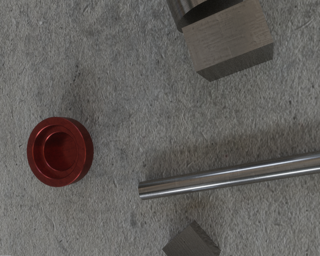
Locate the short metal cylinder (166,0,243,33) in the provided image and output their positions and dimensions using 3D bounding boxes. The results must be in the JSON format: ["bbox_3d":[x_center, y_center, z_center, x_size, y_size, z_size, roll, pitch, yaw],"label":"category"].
[{"bbox_3d":[0.049,-0.154,0.362,0.080,0.080,0.050,-22,83,18],"label":"short metal cylinder"}]

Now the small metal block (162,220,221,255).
[{"bbox_3d":[0.040,0.155,0.394,0.050,0.025,0.050,-45,77,14],"label":"small metal block"}]

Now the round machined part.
[{"bbox_3d":[-0.138,0.033,0.447,0.098,0.042,0.097,0,90,19],"label":"round machined part"}]

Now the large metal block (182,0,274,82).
[{"bbox_3d":[0.080,-0.095,0.351,0.080,0.080,0.050,-19,84,19],"label":"large metal block"}]

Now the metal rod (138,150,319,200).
[{"bbox_3d":[0.115,0.052,0.368,0.301,0.025,0.025,-13,86,19],"label":"metal rod"}]
